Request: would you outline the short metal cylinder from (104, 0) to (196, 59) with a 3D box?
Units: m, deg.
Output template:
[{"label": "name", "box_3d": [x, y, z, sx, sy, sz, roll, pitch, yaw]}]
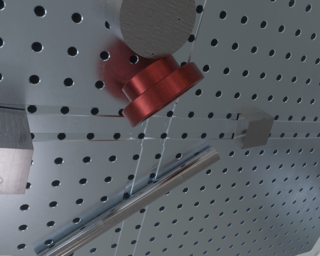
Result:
[{"label": "short metal cylinder", "box_3d": [-0.011, -0.117, 0.317, 0.081, 0.050, 0.079, -14, 124, -21]}]

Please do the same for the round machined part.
[{"label": "round machined part", "box_3d": [-0.003, -0.045, 0.348, 0.098, 0.098, 0.042, -35, 91, -5]}]

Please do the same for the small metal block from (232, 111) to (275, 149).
[{"label": "small metal block", "box_3d": [0.149, 0.003, 0.495, 0.050, 0.025, 0.050, -8, 122, -25]}]

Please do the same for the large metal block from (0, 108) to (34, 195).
[{"label": "large metal block", "box_3d": [-0.171, 0.018, 0.294, 0.081, 0.080, 0.050, 6, 115, -31]}]

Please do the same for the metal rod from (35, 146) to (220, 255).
[{"label": "metal rod", "box_3d": [-0.042, 0.115, 0.459, 0.301, 0.025, 0.025, -31, 129, -9]}]
